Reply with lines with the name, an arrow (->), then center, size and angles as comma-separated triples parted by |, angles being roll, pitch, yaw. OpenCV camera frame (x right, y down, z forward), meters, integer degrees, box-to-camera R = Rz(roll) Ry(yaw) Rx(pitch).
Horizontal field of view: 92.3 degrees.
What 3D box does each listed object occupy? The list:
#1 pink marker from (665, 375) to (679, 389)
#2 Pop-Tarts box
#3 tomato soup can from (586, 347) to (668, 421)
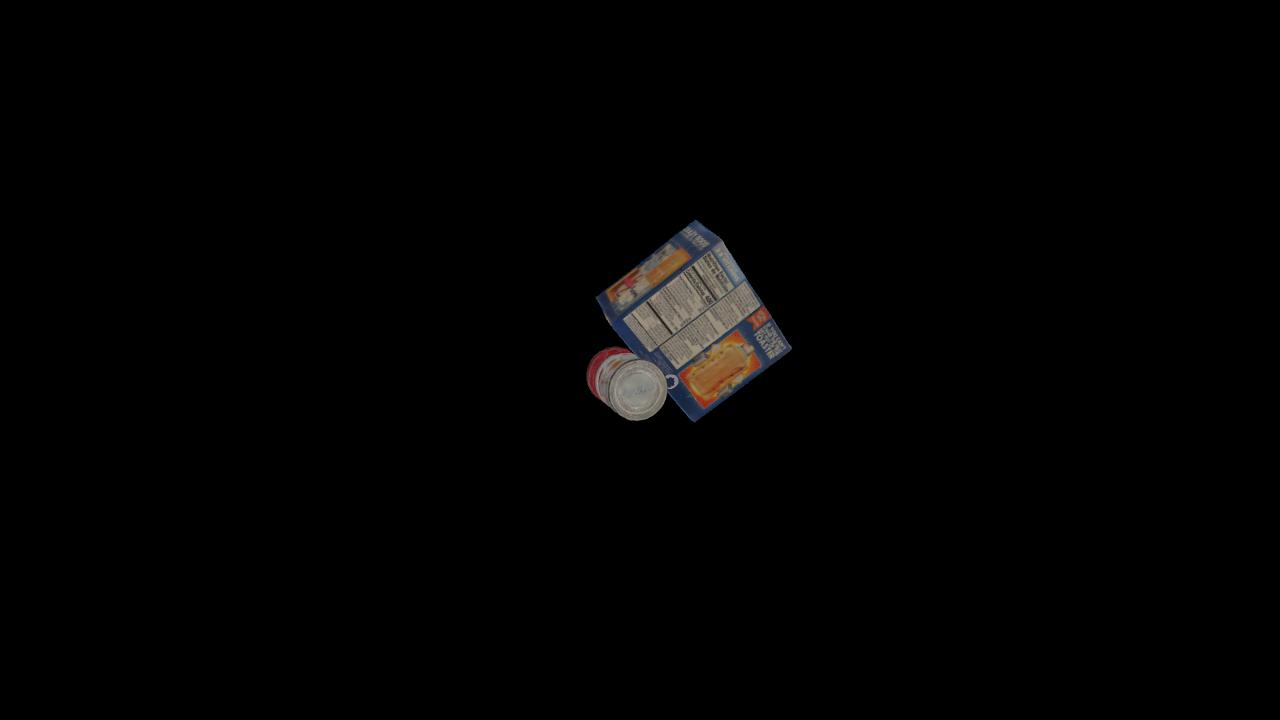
pink marker -> 0.026, -0.010, 0.705 | 0.020, 0.020, 0.121 | 0, 35, -7
Pop-Tarts box -> 0.060, -0.041, 0.679 | 0.141, 0.167, 0.083 | -38, 32, 5
tomato soup can -> -0.016, 0.024, 0.683 | 0.068, 0.068, 0.101 | 0, 8, -17
